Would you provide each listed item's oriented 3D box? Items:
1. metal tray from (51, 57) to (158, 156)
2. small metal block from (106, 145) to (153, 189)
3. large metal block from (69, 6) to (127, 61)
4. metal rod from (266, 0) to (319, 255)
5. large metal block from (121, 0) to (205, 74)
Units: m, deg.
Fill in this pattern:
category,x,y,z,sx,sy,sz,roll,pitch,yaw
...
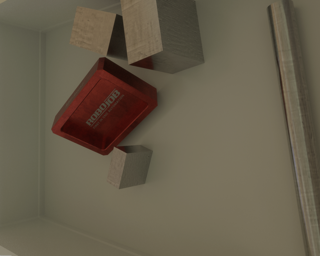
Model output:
category,x,y,z,sx,sy,sz,roll,pitch,yaw
metal tray,-0.076,-0.023,0.423,0.129,0.090,0.030,-43,32,31
small metal block,-0.041,0.052,0.422,0.025,0.050,0.050,22,104,37
large metal block,-0.061,-0.123,0.419,0.080,0.081,0.050,26,106,36
metal rod,0.136,0.026,0.293,0.025,0.025,0.298,-11,83,39
large metal block,0.004,-0.114,0.366,0.050,0.081,0.080,-12,82,39
